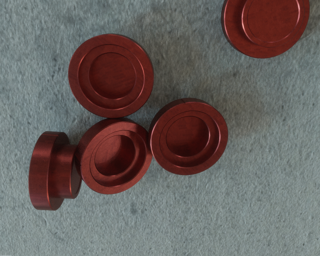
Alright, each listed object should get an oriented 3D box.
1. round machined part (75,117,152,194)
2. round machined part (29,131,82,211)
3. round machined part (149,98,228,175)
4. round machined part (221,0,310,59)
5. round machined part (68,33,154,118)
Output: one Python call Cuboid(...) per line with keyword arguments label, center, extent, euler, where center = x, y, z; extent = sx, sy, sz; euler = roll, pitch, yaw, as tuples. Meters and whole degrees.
Cuboid(label="round machined part", center=(-0.061, 0.032, 0.396), extent=(0.099, 0.042, 0.097), euler=(-15, 117, -30))
Cuboid(label="round machined part", center=(-0.124, 0.053, 0.389), extent=(0.042, 0.098, 0.097), euler=(4, 110, -2))
Cuboid(label="round machined part", center=(0.033, 0.008, 0.399), extent=(0.099, 0.042, 0.097), euler=(-4, 110, -10))
Cuboid(label="round machined part", center=(0.123, -0.129, 0.355), extent=(0.099, 0.042, 0.097), euler=(0, 110, -1))
Cuboid(label="round machined part", center=(-0.056, -0.064, 0.376), extent=(0.099, 0.042, 0.097), euler=(0, 109, 0))
